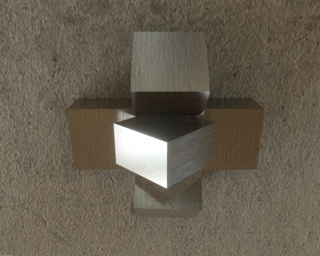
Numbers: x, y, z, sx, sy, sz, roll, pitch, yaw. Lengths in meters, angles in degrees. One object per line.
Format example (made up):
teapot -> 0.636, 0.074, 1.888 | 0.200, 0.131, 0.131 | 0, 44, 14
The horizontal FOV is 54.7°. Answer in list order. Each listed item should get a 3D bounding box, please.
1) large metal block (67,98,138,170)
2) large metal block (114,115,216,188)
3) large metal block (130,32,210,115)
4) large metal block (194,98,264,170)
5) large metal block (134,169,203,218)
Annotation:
large metal block -> -0.068, 0.006, 0.399 | 0.081, 0.050, 0.079 | -1, 110, -1
large metal block -> 0.006, 0.017, 0.353 | 0.080, 0.081, 0.050 | 18, 117, 41
large metal block -> 0.010, -0.062, 0.353 | 0.081, 0.080, 0.050 | 0, 154, 0
large metal block -> 0.081, 0.006, 0.398 | 0.081, 0.050, 0.079 | 0, 110, -1
large metal block -> 0.010, 0.087, 0.407 | 0.081, 0.080, 0.050 | 1, 67, 0
